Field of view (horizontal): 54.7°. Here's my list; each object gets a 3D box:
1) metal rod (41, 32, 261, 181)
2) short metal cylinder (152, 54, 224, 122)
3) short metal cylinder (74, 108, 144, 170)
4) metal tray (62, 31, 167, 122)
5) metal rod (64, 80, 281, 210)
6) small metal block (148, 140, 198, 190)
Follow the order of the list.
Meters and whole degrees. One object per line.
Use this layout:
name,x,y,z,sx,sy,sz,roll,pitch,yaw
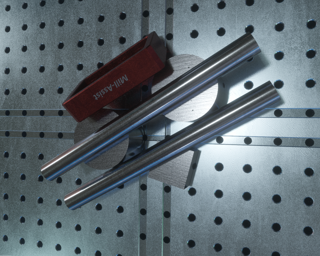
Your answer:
metal rod,-0.024,-0.016,0.366,0.300,0.025,0.025,-31,80,17
short metal cylinder,0.036,-0.047,0.386,0.080,0.050,0.079,0,90,19
short metal cylinder,-0.068,0.014,0.422,0.080,0.050,0.079,0,90,19
metal tray,-0.054,-0.067,0.395,0.130,0.090,0.030,-30,112,17
metal rod,0.002,0.030,0.383,0.300,0.025,0.025,-30,81,17
small metal block,0.017,0.047,0.405,0.050,0.025,0.050,16,95,19
